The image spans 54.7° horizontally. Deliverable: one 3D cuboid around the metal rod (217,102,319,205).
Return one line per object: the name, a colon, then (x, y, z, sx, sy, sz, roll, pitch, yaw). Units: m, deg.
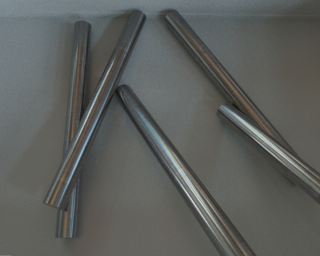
metal rod: (0.160, 0.059, 0.319, 0.025, 0.025, 0.300, -31, 46, -11)

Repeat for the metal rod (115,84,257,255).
metal rod: (0.016, 0.040, 0.330, 0.025, 0.025, 0.300, -28, 48, -10)

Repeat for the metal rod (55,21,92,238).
metal rod: (-0.112, -0.012, 0.413, 0.025, 0.025, 0.299, -1, 70, -1)

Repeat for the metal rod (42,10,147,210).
metal rod: (-0.075, -0.041, 0.408, 0.025, 0.025, 0.300, 16, 65, 6)

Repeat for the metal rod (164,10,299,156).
metal rod: (0.100, -0.052, 0.428, 0.025, 0.025, 0.299, -32, 73, -11)
